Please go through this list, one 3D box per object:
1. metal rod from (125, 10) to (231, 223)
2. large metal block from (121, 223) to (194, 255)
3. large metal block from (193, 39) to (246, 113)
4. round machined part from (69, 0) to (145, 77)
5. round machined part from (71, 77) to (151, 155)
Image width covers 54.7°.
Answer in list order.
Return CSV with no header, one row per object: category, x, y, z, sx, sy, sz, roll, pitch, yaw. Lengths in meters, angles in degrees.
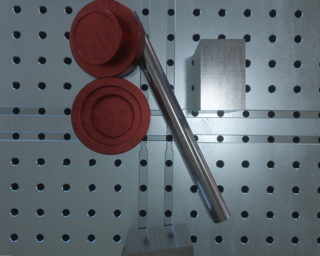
metal rod,0.020,-0.015,0.413,0.025,0.025,0.299,-25,90,0
large metal block,0.000,0.161,0.386,0.080,0.080,0.050,-7,90,0
large metal block,0.071,-0.060,0.386,0.050,0.080,0.079,0,90,0
round machined part,-0.072,-0.112,0.390,0.098,0.042,0.097,2,98,16
round machined part,-0.061,-0.015,0.404,0.099,0.042,0.097,0,90,0
